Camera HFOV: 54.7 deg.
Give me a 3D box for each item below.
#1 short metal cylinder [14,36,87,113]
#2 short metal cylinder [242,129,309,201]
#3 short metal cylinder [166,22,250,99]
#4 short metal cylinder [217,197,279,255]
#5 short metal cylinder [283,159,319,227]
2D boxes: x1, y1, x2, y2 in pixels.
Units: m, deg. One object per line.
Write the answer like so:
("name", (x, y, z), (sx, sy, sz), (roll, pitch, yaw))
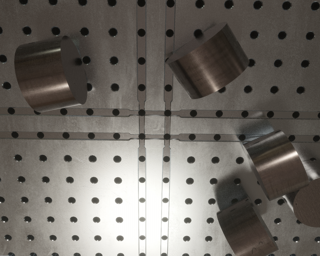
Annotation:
("short metal cylinder", (-0.123, -0.062, 0.360), (0.050, 0.080, 0.079), (-11, 110, 4))
("short metal cylinder", (0.149, 0.048, 0.404), (0.050, 0.080, 0.080), (-25, 109, 8))
("short metal cylinder", (0.054, -0.077, 0.356), (0.080, 0.080, 0.050), (-33, 107, 11))
("short metal cylinder", (0.123, 0.145, 0.439), (0.050, 0.080, 0.080), (-31, 107, 11))
("short metal cylinder", (0.218, 0.091, 0.437), (0.081, 0.050, 0.079), (0, 110, -1))
